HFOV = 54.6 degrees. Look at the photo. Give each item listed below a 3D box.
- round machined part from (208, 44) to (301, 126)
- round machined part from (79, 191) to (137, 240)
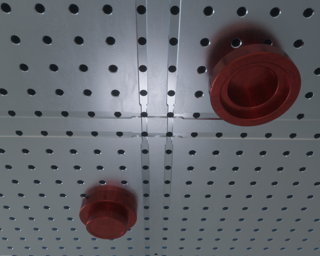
[{"bbox_3d":[0.104,-0.052,0.357,0.099,0.042,0.097,0,130,0],"label":"round machined part"},{"bbox_3d":[-0.089,0.155,0.531,0.099,0.042,0.097,0,130,0],"label":"round machined part"}]
